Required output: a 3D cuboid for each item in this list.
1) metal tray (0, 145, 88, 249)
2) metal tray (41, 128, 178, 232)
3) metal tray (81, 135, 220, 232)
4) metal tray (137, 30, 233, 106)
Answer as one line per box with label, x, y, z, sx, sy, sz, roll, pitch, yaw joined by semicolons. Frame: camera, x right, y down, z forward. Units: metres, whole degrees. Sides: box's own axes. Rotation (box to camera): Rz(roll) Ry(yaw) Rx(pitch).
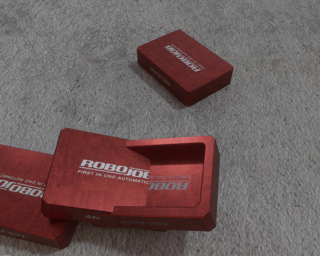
metal tray;-0.148;0.070;0.340;0.131;0.030;0.090;10;51;8
metal tray;-0.048;0.054;0.329;0.131;0.030;0.090;12;49;-14
metal tray;-0.008;0.055;0.318;0.130;0.030;0.090;-4;48;19
metal tray;0.036;-0.098;0.482;0.091;0.030;0.130;-30;56;-23
